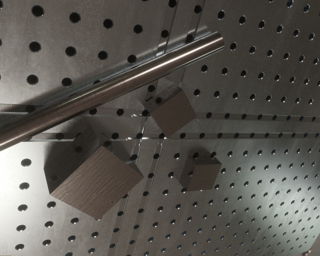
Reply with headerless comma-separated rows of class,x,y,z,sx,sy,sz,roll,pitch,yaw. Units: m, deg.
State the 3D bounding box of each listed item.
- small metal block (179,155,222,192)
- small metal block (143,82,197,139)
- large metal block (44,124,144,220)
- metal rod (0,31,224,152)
small metal block,0.064,0.072,0.493,0.050,0.025,0.050,2,118,-30
small metal block,0.014,-0.023,0.407,0.050,0.025,0.050,-37,130,-4
large metal block,-0.082,0.056,0.386,0.080,0.050,0.080,-43,130,1
metal rod,-0.059,-0.043,0.353,0.302,0.025,0.025,-26,128,-12
